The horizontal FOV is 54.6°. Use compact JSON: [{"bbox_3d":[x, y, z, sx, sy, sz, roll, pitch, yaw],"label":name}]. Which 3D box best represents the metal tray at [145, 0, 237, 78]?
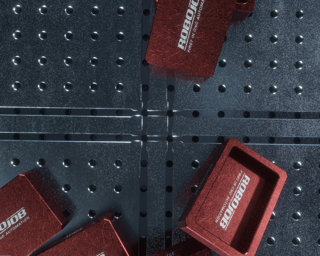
[{"bbox_3d":[0.040,-0.137,0.387,0.090,0.030,0.129,14,111,-3],"label":"metal tray"}]

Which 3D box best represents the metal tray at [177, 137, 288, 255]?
[{"bbox_3d":[0.093,0.088,0.386,0.090,0.030,0.130,34,66,0],"label":"metal tray"}]

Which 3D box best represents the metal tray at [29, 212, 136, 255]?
[{"bbox_3d":[-0.103,0.184,0.410,0.130,0.030,0.090,-28,90,0],"label":"metal tray"}]

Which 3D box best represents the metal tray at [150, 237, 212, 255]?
[{"bbox_3d":[0.009,0.203,0.389,0.131,0.030,0.090,-20,105,-9],"label":"metal tray"}]

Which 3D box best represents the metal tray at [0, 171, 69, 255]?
[{"bbox_3d":[-0.201,0.131,0.410,0.130,0.030,0.090,-37,90,0],"label":"metal tray"}]

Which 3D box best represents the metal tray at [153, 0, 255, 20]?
[{"bbox_3d":[0.061,-0.200,0.411,0.131,0.030,0.090,7,90,0],"label":"metal tray"}]
